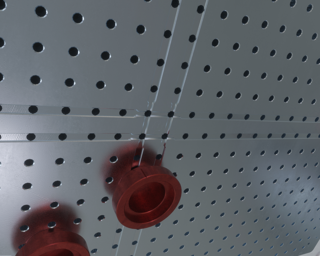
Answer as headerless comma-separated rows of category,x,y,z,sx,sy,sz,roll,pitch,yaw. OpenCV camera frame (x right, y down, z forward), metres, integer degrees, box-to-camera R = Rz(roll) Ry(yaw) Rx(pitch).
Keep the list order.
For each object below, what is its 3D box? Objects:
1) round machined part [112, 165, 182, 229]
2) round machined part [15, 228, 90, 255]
round machined part,-0.022,0.094,0.445,0.099,0.042,0.097,-14,124,-21
round machined part,-0.150,0.178,0.428,0.099,0.042,0.097,-14,124,-21
